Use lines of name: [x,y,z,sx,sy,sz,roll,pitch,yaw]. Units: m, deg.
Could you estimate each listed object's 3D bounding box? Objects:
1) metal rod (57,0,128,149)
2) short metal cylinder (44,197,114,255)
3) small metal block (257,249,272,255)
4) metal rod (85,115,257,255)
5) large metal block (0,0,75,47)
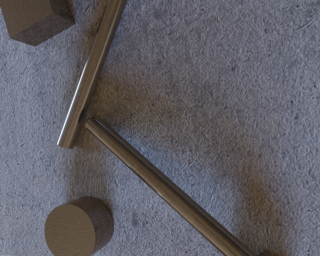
metal rod: [-0.085,-0.111,0.438,0.025,0.025,0.298,24,98,18]
short metal cylinder: [-0.112,0.141,0.435,0.080,0.050,0.080,0,90,20]
small metal block: [0.123,0.182,0.366,0.050,0.025,0.050,-42,77,15]
metal rod: [0.012,0.081,0.390,0.300,0.025,0.025,39,102,21]
large metal block: [-0.185,-0.180,0.461,0.080,0.050,0.080,-21,83,18]
